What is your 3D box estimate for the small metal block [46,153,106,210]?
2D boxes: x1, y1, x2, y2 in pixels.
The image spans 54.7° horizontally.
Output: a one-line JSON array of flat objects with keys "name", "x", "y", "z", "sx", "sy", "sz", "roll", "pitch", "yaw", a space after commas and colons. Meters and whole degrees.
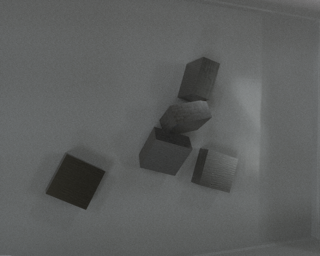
[{"name": "small metal block", "x": -0.102, "y": 0.063, "z": 0.374, "sx": 0.050, "sy": 0.025, "sz": 0.050, "roll": 29, "pitch": 80, "yaw": -18}]

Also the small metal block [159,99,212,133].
[{"name": "small metal block", "x": 0.033, "y": -0.012, "z": 0.407, "sx": 0.050, "sy": 0.050, "sz": 0.025, "roll": -11, "pitch": 74, "yaw": -20}]

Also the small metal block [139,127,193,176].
[{"name": "small metal block", "x": 0.006, "y": 0.031, "z": 0.400, "sx": 0.050, "sy": 0.025, "sz": 0.050, "roll": 17, "pitch": 123, "yaw": -20}]

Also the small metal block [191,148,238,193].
[{"name": "small metal block", "x": 0.078, "y": 0.060, "z": 0.441, "sx": 0.050, "sy": 0.025, "sz": 0.050, "roll": 18, "pitch": 84, "yaw": -20}]

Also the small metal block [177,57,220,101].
[{"name": "small metal block", "x": 0.051, "y": -0.063, "z": 0.417, "sx": 0.025, "sy": 0.050, "sz": 0.050, "roll": 18, "pitch": 84, "yaw": -20}]
